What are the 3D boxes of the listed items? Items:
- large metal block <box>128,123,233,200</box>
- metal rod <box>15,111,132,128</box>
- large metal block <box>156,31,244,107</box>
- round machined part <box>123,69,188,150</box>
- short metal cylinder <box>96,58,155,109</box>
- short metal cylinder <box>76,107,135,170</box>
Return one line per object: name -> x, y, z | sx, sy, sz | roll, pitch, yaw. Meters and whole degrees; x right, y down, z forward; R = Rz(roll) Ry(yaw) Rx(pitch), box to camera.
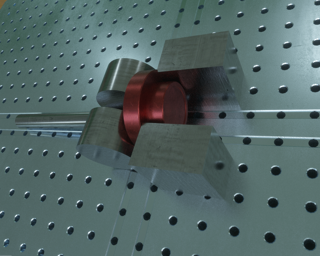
large metal block -> 0.026, 0.037, 0.338 | 0.080, 0.080, 0.050 | 3, 63, 29
metal rod -> -0.115, -0.012, 0.462 | 0.300, 0.025, 0.025 | 0, 62, 32
large metal block -> 0.054, -0.069, 0.388 | 0.080, 0.080, 0.050 | 0, 62, 28
round machined part -> 0.001, -0.021, 0.373 | 0.042, 0.098, 0.098 | 1, 62, 29
short metal cylinder -> -0.041, -0.051, 0.426 | 0.080, 0.080, 0.050 | 1, 63, 28
short metal cylinder -> -0.059, 0.015, 0.394 | 0.080, 0.080, 0.050 | 1, 63, 29
